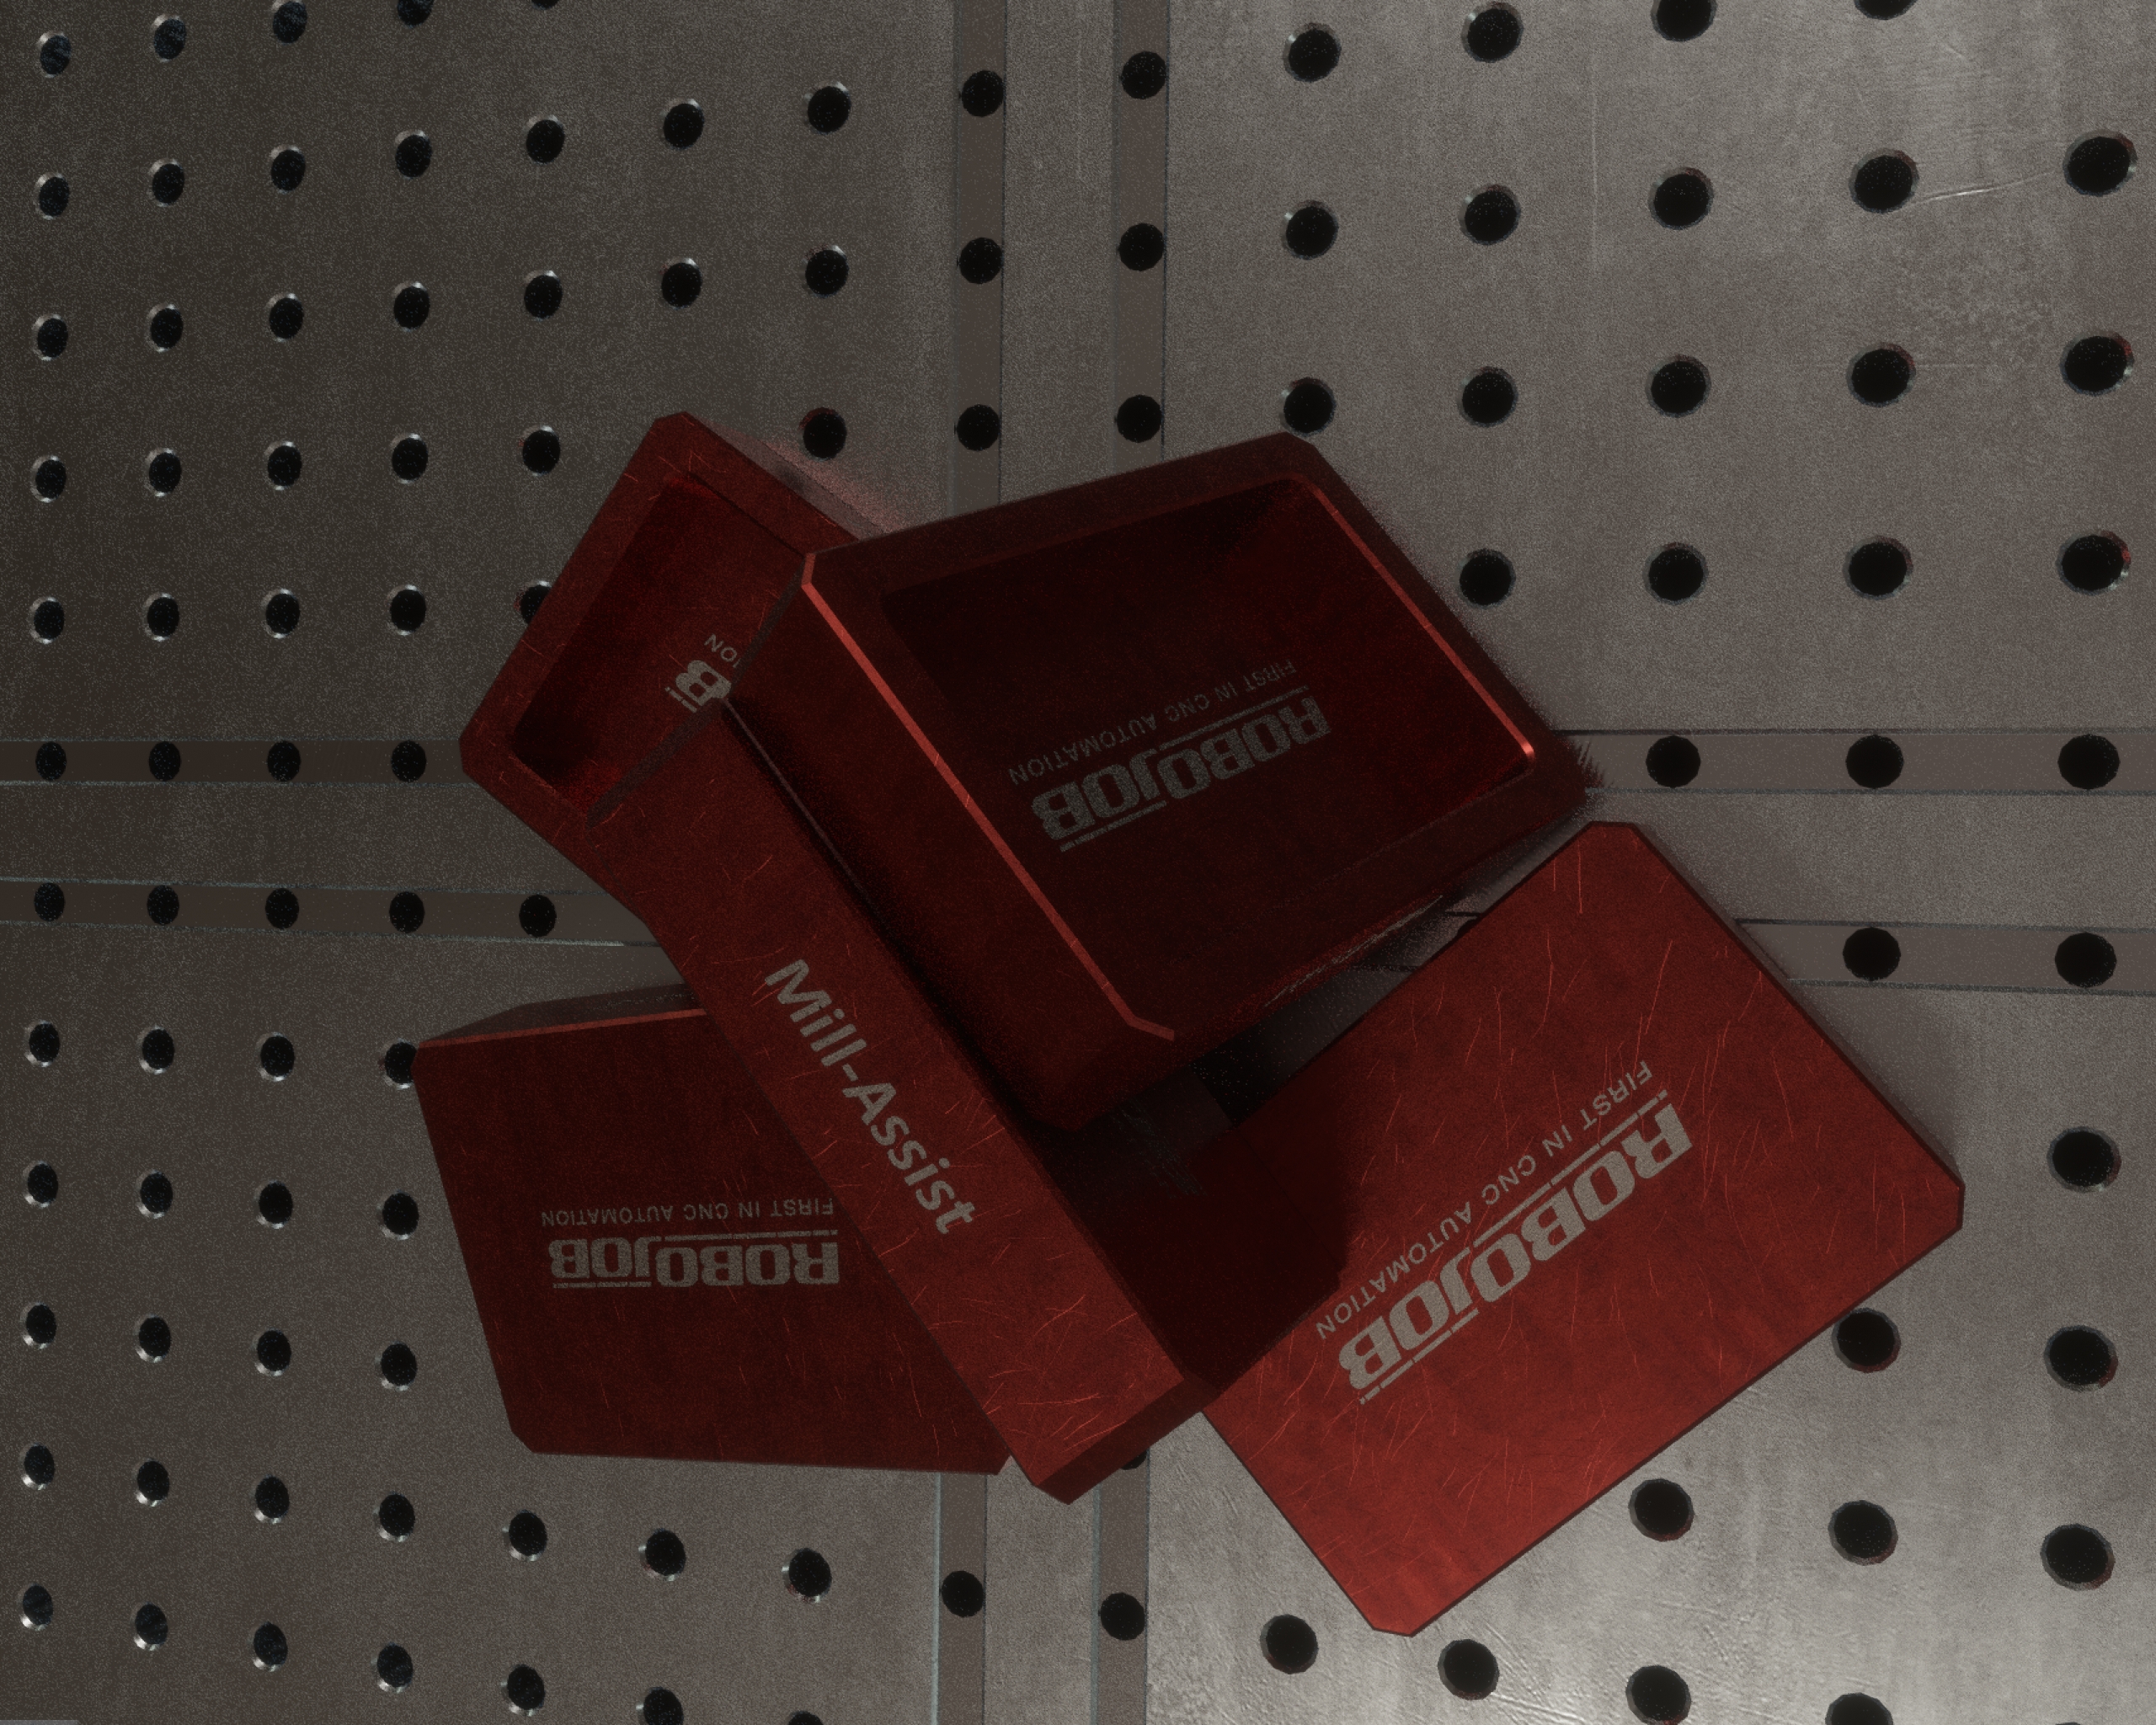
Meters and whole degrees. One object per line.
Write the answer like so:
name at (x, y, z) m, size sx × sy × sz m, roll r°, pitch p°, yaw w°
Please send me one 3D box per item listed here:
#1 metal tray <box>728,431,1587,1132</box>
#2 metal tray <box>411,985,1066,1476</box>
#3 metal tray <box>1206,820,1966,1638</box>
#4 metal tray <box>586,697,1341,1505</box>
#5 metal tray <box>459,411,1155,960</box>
metal tray at (0.019, -0.021, 0.350) m, size 0.090 × 0.131 × 0.030 m, roll 53°, pitch 134°, yaw 12°
metal tray at (-0.066, 0.069, 0.407) m, size 0.130 × 0.030 × 0.089 m, roll -9°, pitch 98°, yaw 34°
metal tray at (0.079, 0.065, 0.380) m, size 0.130 × 0.030 × 0.090 m, roll -43°, pitch 77°, yaw 14°
metal tray at (-0.015, 0.034, 0.350) m, size 0.030 × 0.090 × 0.130 m, roll -40°, pitch 78°, yaw 15°
metal tray at (-0.054, -0.020, 0.427) m, size 0.130 × 0.030 × 0.090 m, roll 38°, pitch 102°, yaw 15°
